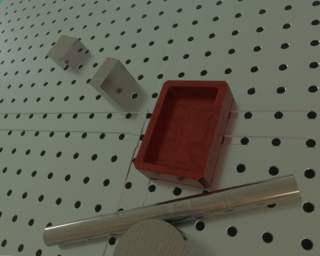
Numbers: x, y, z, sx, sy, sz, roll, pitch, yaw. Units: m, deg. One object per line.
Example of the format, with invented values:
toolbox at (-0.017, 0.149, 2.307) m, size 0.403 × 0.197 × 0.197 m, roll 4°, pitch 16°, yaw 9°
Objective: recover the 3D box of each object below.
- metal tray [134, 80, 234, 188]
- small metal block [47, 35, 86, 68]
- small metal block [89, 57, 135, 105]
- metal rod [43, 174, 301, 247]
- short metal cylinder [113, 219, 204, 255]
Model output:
metal tray at (0.031, 0.002, 0.386) m, size 0.090 × 0.030 × 0.130 m, roll 6°, pitch 64°, yaw 30°
small metal block at (-0.179, -0.147, 0.589) m, size 0.050 × 0.025 × 0.050 m, roll 22°, pitch 73°, yaw 35°
small metal block at (-0.072, -0.071, 0.472) m, size 0.025 × 0.050 × 0.050 m, roll 21°, pitch 73°, yaw 35°
metal rod at (-0.003, 0.097, 0.348) m, size 0.301 × 0.025 × 0.025 m, roll -17°, pitch 55°, yaw 18°
short metal cylinder at (0.000, 0.137, 0.307) m, size 0.080 × 0.050 × 0.080 m, roll -13°, pitch 56°, yaw 20°
